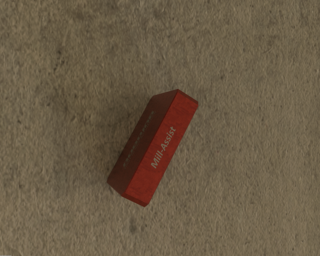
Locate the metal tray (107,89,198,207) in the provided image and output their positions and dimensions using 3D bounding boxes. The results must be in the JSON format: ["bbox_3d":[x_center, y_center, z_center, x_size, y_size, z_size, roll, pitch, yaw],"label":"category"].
[{"bbox_3d":[-0.012,0.020,0.370,0.030,0.090,0.130,31,80,-18],"label":"metal tray"}]
